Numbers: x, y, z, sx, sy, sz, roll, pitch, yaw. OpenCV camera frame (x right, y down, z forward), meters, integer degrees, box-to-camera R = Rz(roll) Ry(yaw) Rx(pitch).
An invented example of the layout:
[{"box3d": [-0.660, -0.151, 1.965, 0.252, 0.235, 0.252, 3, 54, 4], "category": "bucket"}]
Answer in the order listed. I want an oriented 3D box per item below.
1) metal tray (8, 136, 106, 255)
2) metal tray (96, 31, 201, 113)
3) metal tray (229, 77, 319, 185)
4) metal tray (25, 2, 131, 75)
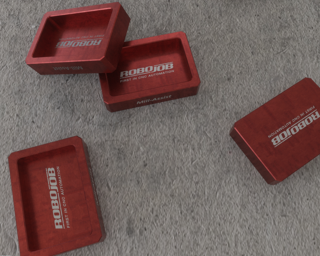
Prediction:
[{"box3d": [-0.124, 0.083, 0.374, 0.091, 0.030, 0.130, -15, 71, -6], "category": "metal tray"}, {"box3d": [-0.018, -0.080, 0.434, 0.131, 0.030, 0.090, -12, 71, -5], "category": "metal tray"}, {"box3d": [0.170, 0.002, 0.406, 0.131, 0.030, 0.090, -32, 73, -11], "category": "metal tray"}, {"box3d": [-0.112, -0.120, 0.423, 0.130, 0.030, 0.090, 3, 68, 24], "category": "metal tray"}]
